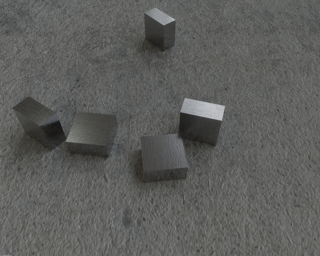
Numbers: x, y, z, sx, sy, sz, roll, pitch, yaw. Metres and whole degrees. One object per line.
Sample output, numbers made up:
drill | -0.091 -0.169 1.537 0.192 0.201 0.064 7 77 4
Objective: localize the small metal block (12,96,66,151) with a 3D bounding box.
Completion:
small metal block | -0.151 -0.005 0.390 0.050 0.050 0.025 29 56 22

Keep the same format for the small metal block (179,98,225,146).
small metal block | 0.052 -0.007 0.393 0.050 0.050 0.025 12 51 10

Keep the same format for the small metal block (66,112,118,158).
small metal block | -0.085 0.008 0.396 0.050 0.025 0.050 6 50 5

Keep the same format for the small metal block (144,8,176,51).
small metal block | 0.000 -0.168 0.528 0.025 0.050 0.050 -33 58 -25

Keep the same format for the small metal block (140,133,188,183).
small metal block | 0.004 0.036 0.373 0.050 0.025 0.050 -5 50 -4
